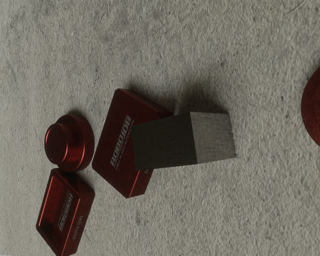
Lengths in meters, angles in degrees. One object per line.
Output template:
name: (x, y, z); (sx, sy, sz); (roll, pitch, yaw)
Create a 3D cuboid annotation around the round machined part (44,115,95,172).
round machined part: (-0.158, 0.026, 0.521); (0.098, 0.042, 0.097); (0, 90, 39)

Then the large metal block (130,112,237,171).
large metal block: (0.027, 0.015, 0.345); (0.080, 0.081, 0.050); (-12, 82, 39)

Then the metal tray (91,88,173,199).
metal tray: (-0.043, 0.020, 0.435); (0.090, 0.030, 0.129); (32, 110, 35)

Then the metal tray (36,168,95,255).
metal tray: (-0.167, 0.144, 0.535); (0.090, 0.030, 0.129); (32, 110, 35)

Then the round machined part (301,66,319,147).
round machined part: (0.168, -0.019, 0.255); (0.098, 0.042, 0.097); (0, 90, 39)
